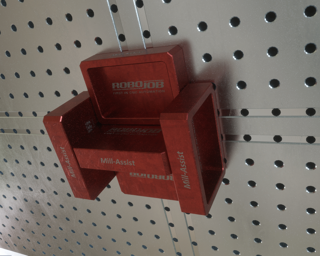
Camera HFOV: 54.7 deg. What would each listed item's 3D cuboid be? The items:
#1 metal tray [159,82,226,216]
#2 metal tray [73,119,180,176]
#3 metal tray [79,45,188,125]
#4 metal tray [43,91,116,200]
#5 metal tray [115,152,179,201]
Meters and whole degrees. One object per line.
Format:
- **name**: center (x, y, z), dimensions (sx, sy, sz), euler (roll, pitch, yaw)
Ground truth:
- **metal tray**: center (0.043, 0.023, 0.359), dimensions (0.030, 0.090, 0.129), euler (1, 119, 28)
- **metal tray**: center (-0.031, 0.017, 0.392), dimensions (0.130, 0.090, 0.030), euler (1, 119, 27)
- **metal tray**: center (-0.030, -0.050, 0.391), dimensions (0.130, 0.030, 0.089), euler (1, 119, 27)
- **metal tray**: center (-0.100, 0.023, 0.433), dimensions (0.030, 0.090, 0.129), euler (1, 119, 28)
- **metal tray**: center (-0.004, 0.057, 0.442), dimensions (0.130, 0.030, 0.089), euler (1, 119, 27)
